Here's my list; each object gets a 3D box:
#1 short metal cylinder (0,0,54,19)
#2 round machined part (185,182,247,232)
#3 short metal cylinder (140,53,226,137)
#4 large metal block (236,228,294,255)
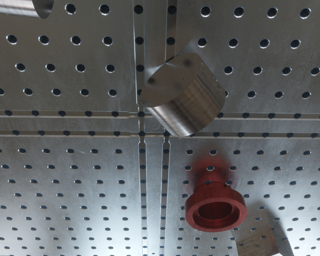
[{"bbox_3d":[-0.123,-0.136,0.258,0.050,0.080,0.079,5,130,-5],"label":"short metal cylinder"},{"bbox_3d":[0.090,0.127,0.510,0.099,0.042,0.097,-1,130,0],"label":"round machined part"},{"bbox_3d":[0.025,-0.037,0.344,0.080,0.080,0.050,-29,124,22],"label":"short metal cylinder"},{"bbox_3d":[0.211,0.252,0.614,0.080,0.050,0.080,-33,123,25],"label":"large metal block"}]
